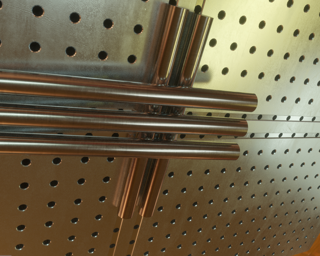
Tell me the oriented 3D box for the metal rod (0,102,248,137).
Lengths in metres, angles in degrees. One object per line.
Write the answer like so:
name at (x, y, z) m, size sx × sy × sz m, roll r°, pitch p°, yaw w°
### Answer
metal rod at (-0.029, -0.007, 0.365) m, size 0.303 × 0.025 × 0.025 m, roll 3°, pitch 117°, yaw -21°

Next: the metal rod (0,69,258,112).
metal rod at (-0.022, -0.039, 0.350) m, size 0.303 × 0.025 × 0.025 m, roll 2°, pitch 118°, yaw -21°

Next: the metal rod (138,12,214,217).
metal rod at (0.014, 0.000, 0.421) m, size 0.025 × 0.025 × 0.298 m, roll 1°, pitch 118°, yaw -29°

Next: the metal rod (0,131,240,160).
metal rod at (-0.036, 0.024, 0.381) m, size 0.303 × 0.025 × 0.025 m, roll 4°, pitch 117°, yaw -21°

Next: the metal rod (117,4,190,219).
metal rod at (-0.016, -0.003, 0.402) m, size 0.025 × 0.025 × 0.298 m, roll 1°, pitch 118°, yaw -29°
